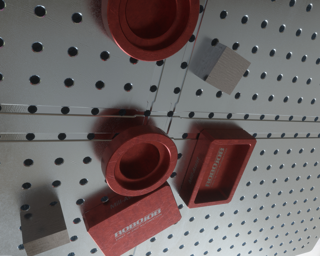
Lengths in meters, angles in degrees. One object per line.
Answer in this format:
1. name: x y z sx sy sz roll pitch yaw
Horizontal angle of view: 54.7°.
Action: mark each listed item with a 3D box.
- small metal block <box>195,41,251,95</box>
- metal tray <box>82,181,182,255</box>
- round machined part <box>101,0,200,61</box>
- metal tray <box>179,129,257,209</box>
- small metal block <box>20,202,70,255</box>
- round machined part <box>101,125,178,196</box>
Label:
1. small metal block: 0.083 -0.078 0.408 0.050 0.025 0.050 21 107 -36
2. metal tray: -0.038 0.136 0.471 0.131 0.030 0.090 -27 128 -11
3. round machined part: -0.012 -0.122 0.318 0.099 0.042 0.097 -14 124 -21
4. metal tray: 0.092 0.066 0.498 0.091 0.030 0.129 1 118 -29
5. small metal block: -0.146 0.128 0.394 0.050 0.050 0.025 -14 125 -20
6. round machined part: -0.029 0.038 0.408 0.099 0.042 0.097 -14 124 -21
